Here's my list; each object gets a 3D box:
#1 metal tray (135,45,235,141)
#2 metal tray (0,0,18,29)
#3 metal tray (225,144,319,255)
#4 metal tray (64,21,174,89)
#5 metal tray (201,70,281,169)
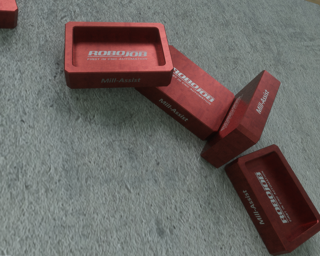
[{"bbox_3d":[0.039,-0.054,0.454,0.130,0.030,0.090,37,51,-3],"label":"metal tray"},{"bbox_3d":[-0.248,-0.163,0.366,0.131,0.030,0.090,-11,67,-33],"label":"metal tray"},{"bbox_3d":[0.158,0.094,0.427,0.091,0.030,0.130,-14,69,-34],"label":"metal tray"},{"bbox_3d":[-0.054,-0.096,0.402,0.131,0.030,0.090,-3,58,-11],"label":"metal tray"},{"bbox_3d":[0.112,-0.013,0.430,0.030,0.090,0.130,38,51,-3],"label":"metal tray"}]
